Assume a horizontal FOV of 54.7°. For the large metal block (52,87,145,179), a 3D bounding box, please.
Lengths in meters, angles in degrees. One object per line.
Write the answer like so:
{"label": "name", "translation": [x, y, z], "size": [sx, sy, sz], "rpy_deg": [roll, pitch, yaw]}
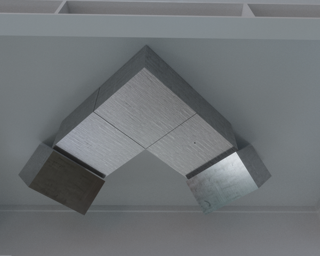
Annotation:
{"label": "large metal block", "translation": [-0.075, 0.009, 0.397], "size": [0.080, 0.050, 0.080], "rpy_deg": [-36, 122, 26]}

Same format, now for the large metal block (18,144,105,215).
{"label": "large metal block", "translation": [-0.134, 0.068, 0.418], "size": [0.080, 0.050, 0.080], "rpy_deg": [38, 163, -28]}

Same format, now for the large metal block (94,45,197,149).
{"label": "large metal block", "translation": [-0.016, -0.033, 0.361], "size": [0.080, 0.050, 0.080], "rpy_deg": [-36, 122, 26]}

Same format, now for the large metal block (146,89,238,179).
{"label": "large metal block", "translation": [0.040, 0.010, 0.399], "size": [0.080, 0.050, 0.080], "rpy_deg": [-36, 122, 26]}

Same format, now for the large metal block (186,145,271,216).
{"label": "large metal block", "translation": [0.095, 0.069, 0.422], "size": [0.080, 0.050, 0.080], "rpy_deg": [-36, 165, 26]}
